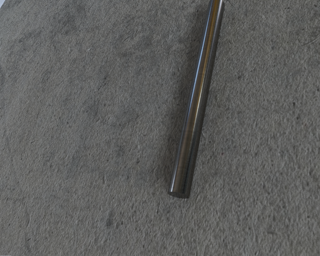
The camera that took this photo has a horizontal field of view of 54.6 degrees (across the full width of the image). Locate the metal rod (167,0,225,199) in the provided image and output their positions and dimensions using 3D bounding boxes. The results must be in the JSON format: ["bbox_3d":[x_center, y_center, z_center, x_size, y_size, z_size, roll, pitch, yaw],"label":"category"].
[{"bbox_3d":[0.054,-0.056,0.410,0.025,0.025,0.300,0,61,28],"label":"metal rod"}]
